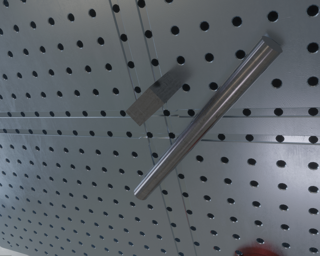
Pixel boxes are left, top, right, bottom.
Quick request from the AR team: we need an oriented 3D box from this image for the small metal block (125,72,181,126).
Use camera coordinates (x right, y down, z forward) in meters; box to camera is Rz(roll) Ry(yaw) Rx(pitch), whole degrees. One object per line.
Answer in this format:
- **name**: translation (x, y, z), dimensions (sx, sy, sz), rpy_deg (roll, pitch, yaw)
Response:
- **small metal block**: translation (-0.008, -0.035, 0.377), dimensions (0.025, 0.050, 0.050), rpy_deg (46, 129, -4)

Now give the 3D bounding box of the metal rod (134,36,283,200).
- **metal rod**: translation (0.040, 0.011, 0.396), dimensions (0.025, 0.025, 0.298), rpy_deg (39, 129, 2)

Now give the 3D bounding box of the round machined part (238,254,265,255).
- **round machined part**: translation (0.151, 0.242, 0.470), dimensions (0.098, 0.042, 0.097), rpy_deg (13, 124, 21)
